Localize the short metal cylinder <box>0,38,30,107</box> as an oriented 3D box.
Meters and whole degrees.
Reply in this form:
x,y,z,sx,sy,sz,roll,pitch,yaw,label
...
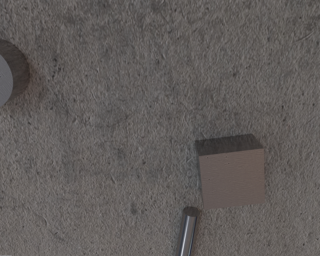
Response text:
x,y,z,sx,sy,sz,roll,pitch,yaw,label
-0.205,-0.065,0.370,0.081,0.050,0.079,0,110,-1,short metal cylinder

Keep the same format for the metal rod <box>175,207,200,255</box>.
x,y,z,sx,sy,sz,roll,pitch,yaw,label
0.029,0.262,0.506,0.025,0.025,0.298,6,110,-3,metal rod

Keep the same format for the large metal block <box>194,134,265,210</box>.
x,y,z,sx,sy,sz,roll,pitch,yaw,label
0.093,0.058,0.419,0.080,0.050,0.079,-7,110,2,large metal block
